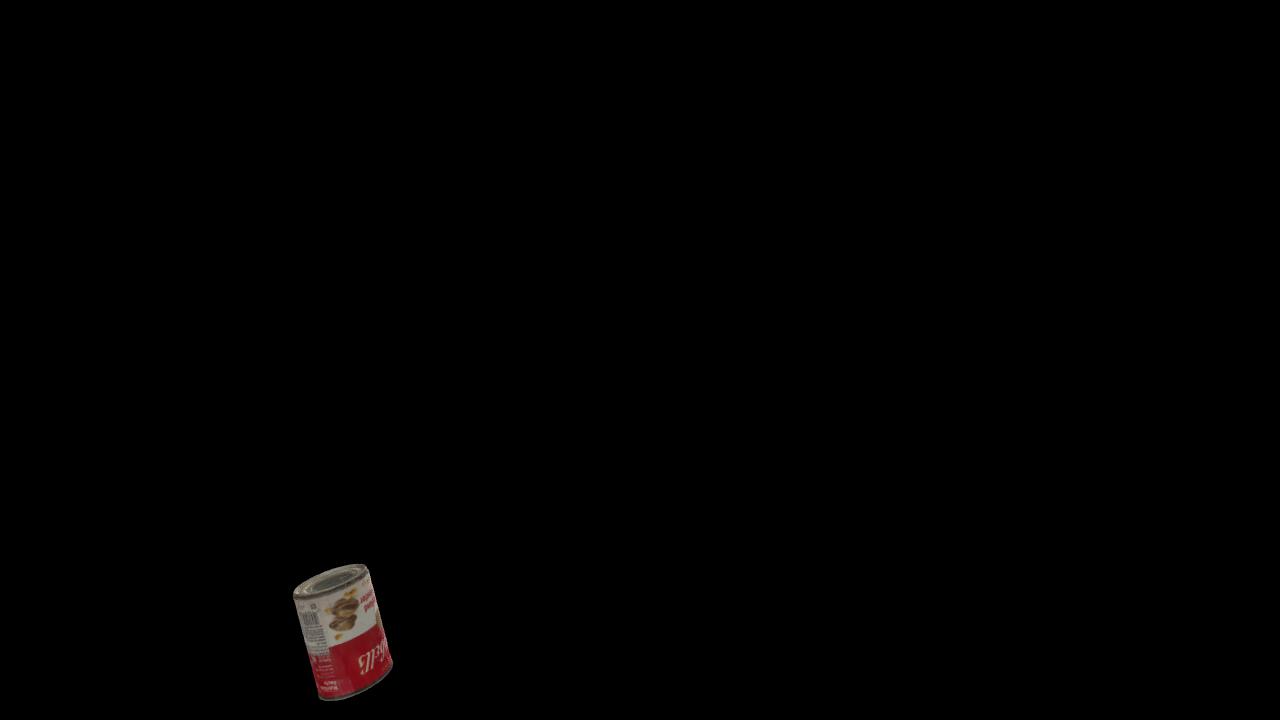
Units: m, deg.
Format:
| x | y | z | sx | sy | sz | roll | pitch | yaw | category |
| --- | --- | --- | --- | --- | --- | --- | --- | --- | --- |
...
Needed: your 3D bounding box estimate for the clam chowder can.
| x | y | z | sx | sy | sz | roll | pitch | yaw | category |
| --- | --- | --- | --- | --- | --- | --- | --- | --- | --- |
| -0.283 | 0.256 | 0.587 | 0.068 | 0.102 | 0.068 | -13 | 4 | 1 | clam chowder can |
